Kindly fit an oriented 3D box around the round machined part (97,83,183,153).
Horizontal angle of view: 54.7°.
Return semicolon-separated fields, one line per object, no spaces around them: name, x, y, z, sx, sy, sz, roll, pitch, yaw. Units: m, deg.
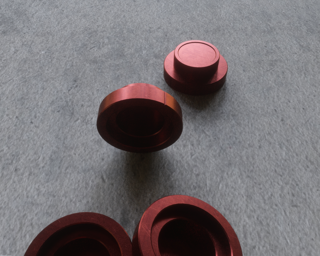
round machined part;-0.023;-0.015;0.368;0.099;0.097;0.042;0;50;-1

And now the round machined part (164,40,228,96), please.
round machined part;0.055;-0.098;0.475;0.099;0.042;0.098;0;50;0

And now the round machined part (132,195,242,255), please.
round machined part;0.022;0.114;0.283;0.099;0.042;0.098;15;40;-13

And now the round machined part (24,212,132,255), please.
round machined part;-0.070;0.131;0.281;0.099;0.042;0.098;0;50;0
